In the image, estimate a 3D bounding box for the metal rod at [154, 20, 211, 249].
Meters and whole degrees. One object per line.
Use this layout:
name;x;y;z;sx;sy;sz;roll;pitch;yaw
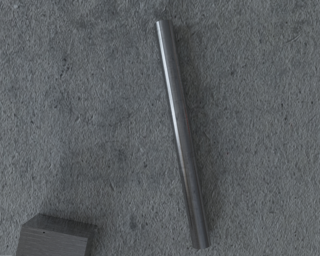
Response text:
metal rod;0.030;0.008;0.410;0.025;0.025;0.298;-10;90;0

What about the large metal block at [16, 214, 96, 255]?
large metal block;-0.134;0.163;0.396;0.080;0.050;0.080;12;90;0
